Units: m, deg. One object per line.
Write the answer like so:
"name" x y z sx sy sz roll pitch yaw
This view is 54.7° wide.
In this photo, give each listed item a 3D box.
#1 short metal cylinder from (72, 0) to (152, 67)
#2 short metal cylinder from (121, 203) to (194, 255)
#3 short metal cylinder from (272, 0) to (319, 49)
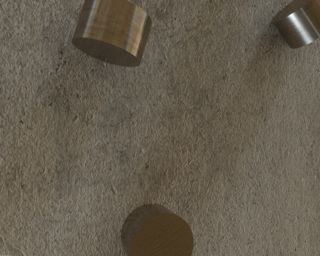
"short metal cylinder" -0.055 -0.110 0.359 0.081 0.080 0.050 17 84 -19
"short metal cylinder" -0.005 0.142 0.394 0.081 0.050 0.080 0 90 -20
"short metal cylinder" 0.216 -0.163 0.459 0.080 0.080 0.050 -44 104 -14
